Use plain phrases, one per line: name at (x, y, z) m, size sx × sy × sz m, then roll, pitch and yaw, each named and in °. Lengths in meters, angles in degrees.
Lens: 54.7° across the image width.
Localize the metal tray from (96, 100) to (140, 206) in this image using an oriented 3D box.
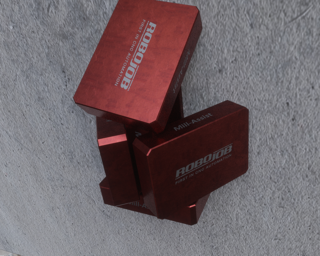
metal tray at (-0.055, 0.021, 0.386) m, size 0.030 × 0.130 × 0.089 m, roll -12°, pitch 118°, yaw -7°

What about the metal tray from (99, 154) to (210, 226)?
metal tray at (-0.001, 0.072, 0.410) m, size 0.130 × 0.090 × 0.030 m, roll 7°, pitch 121°, yaw 24°

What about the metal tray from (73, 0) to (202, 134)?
metal tray at (-0.020, -0.068, 0.316) m, size 0.090 × 0.130 × 0.030 m, roll 16°, pitch 166°, yaw 18°

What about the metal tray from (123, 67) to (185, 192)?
metal tray at (-0.001, 0.003, 0.367) m, size 0.030 × 0.090 × 0.129 m, roll 7°, pitch 122°, yaw 24°

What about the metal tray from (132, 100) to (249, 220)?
metal tray at (0.040, 0.032, 0.341) m, size 0.030 × 0.131 × 0.089 m, roll 33°, pitch 138°, yaw 51°
